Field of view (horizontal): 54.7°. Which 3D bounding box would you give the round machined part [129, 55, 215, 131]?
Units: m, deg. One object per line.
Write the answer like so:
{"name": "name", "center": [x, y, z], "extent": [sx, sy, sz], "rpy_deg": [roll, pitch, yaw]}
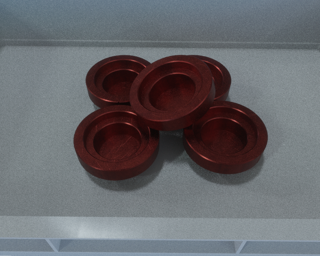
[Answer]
{"name": "round machined part", "center": [0.017, -0.037, 0.368], "extent": [0.098, 0.042, 0.098], "rpy_deg": [-10, 54, 15]}

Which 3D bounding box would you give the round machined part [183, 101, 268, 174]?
{"name": "round machined part", "center": [0.077, 0.015, 0.380], "extent": [0.099, 0.042, 0.098], "rpy_deg": [0, 50, 0]}

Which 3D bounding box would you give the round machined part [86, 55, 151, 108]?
{"name": "round machined part", "center": [-0.052, -0.057, 0.439], "extent": [0.099, 0.042, 0.098], "rpy_deg": [0, 50, 0]}

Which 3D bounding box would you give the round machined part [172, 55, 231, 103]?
{"name": "round machined part", "center": [0.048, -0.057, 0.441], "extent": [0.099, 0.042, 0.098], "rpy_deg": [0, 50, 0]}

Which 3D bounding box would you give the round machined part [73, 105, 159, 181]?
{"name": "round machined part", "center": [-0.050, 0.021, 0.373], "extent": [0.099, 0.042, 0.098], "rpy_deg": [0, 50, 0]}
